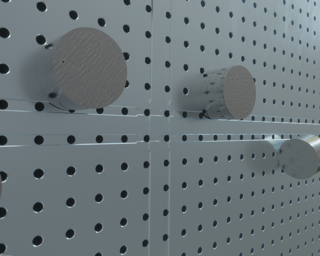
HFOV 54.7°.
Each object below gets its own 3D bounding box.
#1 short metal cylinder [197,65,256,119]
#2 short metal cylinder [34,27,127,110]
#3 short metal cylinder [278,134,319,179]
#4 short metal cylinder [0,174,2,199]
[{"bbox_3d":[0.104,-0.053,0.479,0.081,0.050,0.079,0,90,-40],"label":"short metal cylinder"},{"bbox_3d":[-0.082,-0.059,0.324,0.081,0.050,0.079,0,91,-40],"label":"short metal cylinder"},{"bbox_3d":[0.283,0.056,0.610,0.050,0.080,0.079,-12,98,-39],"label":"short metal cylinder"},{"bbox_3d":[-0.176,0.047,0.245,0.081,0.050,0.079,0,90,-40],"label":"short metal cylinder"}]
